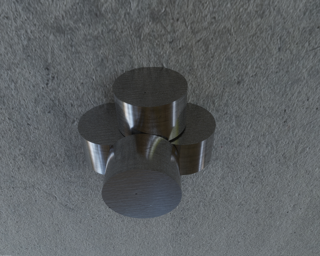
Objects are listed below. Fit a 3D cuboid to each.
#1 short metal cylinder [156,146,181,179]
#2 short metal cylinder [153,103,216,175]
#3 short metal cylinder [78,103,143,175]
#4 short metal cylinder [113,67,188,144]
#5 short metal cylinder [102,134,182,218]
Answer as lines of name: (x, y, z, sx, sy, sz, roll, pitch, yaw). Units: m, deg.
short metal cylinder: (-0.011, 0.050, 0.415, 0.081, 0.080, 0.050, 0, 130, -1)
short metal cylinder: (0.026, 0.012, 0.383, 0.081, 0.080, 0.050, 0, 130, 0)
short metal cylinder: (-0.056, 0.012, 0.382, 0.081, 0.080, 0.050, -1, 130, 0)
short metal cylinder: (-0.010, -0.027, 0.349, 0.081, 0.080, 0.050, -1, 130, 0)
short metal cylinder: (-0.018, 0.052, 0.331, 0.081, 0.050, 0.079, 0, 130, 0)
